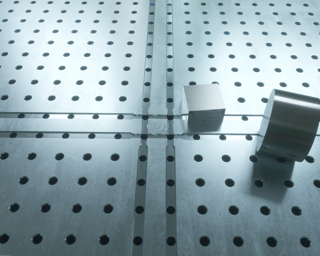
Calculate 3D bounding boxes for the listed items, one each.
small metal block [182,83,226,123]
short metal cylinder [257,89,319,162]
[{"bbox_3d":[0.061,-0.035,0.438,0.050,0.025,0.050,-4,50,-4],"label":"small metal block"},{"bbox_3d":[0.153,-0.003,0.376,0.050,0.080,0.080,14,52,12],"label":"short metal cylinder"}]
